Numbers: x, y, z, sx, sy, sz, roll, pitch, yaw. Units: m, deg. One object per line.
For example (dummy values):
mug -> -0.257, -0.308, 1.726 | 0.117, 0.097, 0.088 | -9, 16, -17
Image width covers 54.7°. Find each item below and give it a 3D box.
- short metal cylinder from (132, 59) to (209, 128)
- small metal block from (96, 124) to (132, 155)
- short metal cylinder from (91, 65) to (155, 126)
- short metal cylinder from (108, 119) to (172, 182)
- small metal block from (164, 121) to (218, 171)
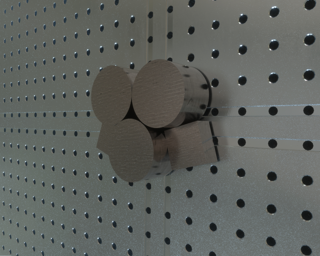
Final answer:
short metal cylinder -> 0.012, -0.040, 0.378 | 0.080, 0.050, 0.079 | 0, 90, 40
small metal block -> -0.064, 0.015, 0.457 | 0.050, 0.025, 0.050 | 26, 107, 37
short metal cylinder -> -0.050, -0.043, 0.429 | 0.080, 0.050, 0.079 | 0, 90, 40
short metal cylinder -> -0.022, 0.028, 0.406 | 0.080, 0.050, 0.079 | 0, 90, 40
small metal block -> 0.037, 0.022, 0.375 | 0.050, 0.025, 0.050 | -18, 79, 38
